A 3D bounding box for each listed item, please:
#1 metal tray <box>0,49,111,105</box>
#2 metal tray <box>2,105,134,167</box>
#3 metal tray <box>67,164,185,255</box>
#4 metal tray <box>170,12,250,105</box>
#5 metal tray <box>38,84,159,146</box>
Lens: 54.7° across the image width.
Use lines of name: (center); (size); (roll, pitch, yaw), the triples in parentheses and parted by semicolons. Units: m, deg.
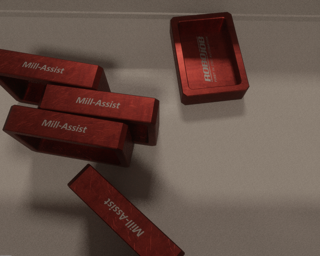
metal tray: (-0.132, -0.054, 0.393); (0.131, 0.090, 0.030); (10, 71, 3)
metal tray: (-0.101, 0.013, 0.369); (0.131, 0.090, 0.030); (9, 71, 3)
metal tray: (-0.035, 0.100, 0.338); (0.130, 0.090, 0.030); (40, 75, 13)
metal tray: (0.067, -0.101, 0.444); (0.091, 0.030, 0.129); (-6, 70, -3)
metal tray: (-0.067, -0.012, 0.378); (0.131, 0.090, 0.030); (8, 71, 2)
